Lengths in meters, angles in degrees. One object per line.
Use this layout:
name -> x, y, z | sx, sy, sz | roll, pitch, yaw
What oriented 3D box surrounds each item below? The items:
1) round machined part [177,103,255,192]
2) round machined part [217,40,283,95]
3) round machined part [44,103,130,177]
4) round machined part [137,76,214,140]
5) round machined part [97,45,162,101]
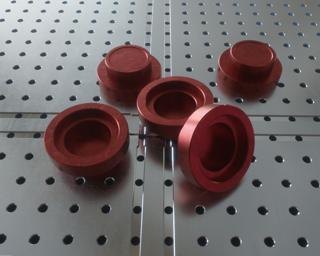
round machined part -> 0.059, 0.020, 0.356 | 0.099, 0.098, 0.042 | -33, 24, -25
round machined part -> 0.141, -0.100, 0.483 | 0.099, 0.042, 0.098 | 0, 50, 0
round machined part -> -0.086, 0.018, 0.380 | 0.099, 0.042, 0.098 | 0, 50, 0
round machined part -> 0.020, -0.023, 0.412 | 0.099, 0.042, 0.098 | -2, 46, 2
round machined part -> -0.047, -0.090, 0.472 | 0.099, 0.042, 0.098 | 0, 50, 0
